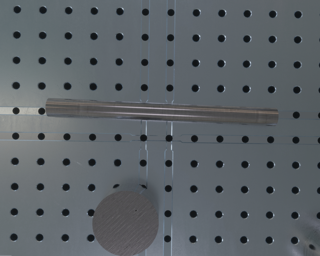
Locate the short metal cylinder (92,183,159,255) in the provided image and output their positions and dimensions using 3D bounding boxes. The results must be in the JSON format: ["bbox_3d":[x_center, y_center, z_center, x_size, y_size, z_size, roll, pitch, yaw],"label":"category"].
[{"bbox_3d":[-0.042,0.116,0.401,0.081,0.050,0.079,0,90,-1],"label":"short metal cylinder"}]

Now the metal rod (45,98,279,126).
[{"bbox_3d":[0.003,-0.021,0.413,0.302,0.025,0.025,2,90,0],"label":"metal rod"}]

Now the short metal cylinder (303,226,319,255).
[{"bbox_3d":[0.238,0.171,0.403,0.081,0.050,0.079,0,90,0],"label":"short metal cylinder"}]
